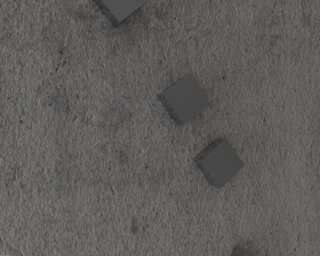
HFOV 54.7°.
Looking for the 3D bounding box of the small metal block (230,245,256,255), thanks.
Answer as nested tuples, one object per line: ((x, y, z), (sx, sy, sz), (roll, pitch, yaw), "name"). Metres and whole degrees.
((0.126, 0.209, 0.456), (0.050, 0.025, 0.050), (33, 79, -17), "small metal block")

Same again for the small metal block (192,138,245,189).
((0.083, 0.049, 0.440), (0.050, 0.025, 0.050), (-39, 103, -16), "small metal block")

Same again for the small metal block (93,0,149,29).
((-0.052, -0.164, 0.390), (0.050, 0.025, 0.050), (-43, 104, -15), "small metal block")

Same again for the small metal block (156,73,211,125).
((0.032, -0.039, 0.421), (0.050, 0.025, 0.050), (-37, 102, -16), "small metal block")
